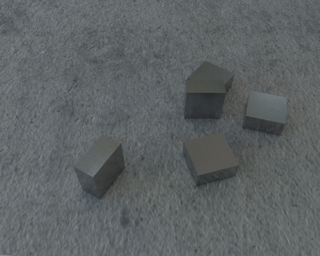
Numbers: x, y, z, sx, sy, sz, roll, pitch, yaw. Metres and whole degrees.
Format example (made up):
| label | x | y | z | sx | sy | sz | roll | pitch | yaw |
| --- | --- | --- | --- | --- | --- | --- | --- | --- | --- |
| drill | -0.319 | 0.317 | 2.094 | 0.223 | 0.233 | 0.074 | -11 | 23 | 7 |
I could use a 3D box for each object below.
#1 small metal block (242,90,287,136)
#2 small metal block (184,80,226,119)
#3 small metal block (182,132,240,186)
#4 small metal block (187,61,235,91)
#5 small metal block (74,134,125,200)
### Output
| label | x | y | z | sx | sy | sz | roll | pitch | yaw |
| --- | --- | --- | --- | --- | --- | --- | --- | --- | --- |
| small metal block | 0.143 | -0.021 | 0.423 | 0.050 | 0.025 | 0.050 | 13 | 51 | 10 |
| small metal block | 0.059 | -0.038 | 0.420 | 0.050 | 0.050 | 0.025 | 0 | 50 | 0 |
| small metal block | 0.060 | 0.037 | 0.373 | 0.050 | 0.025 | 0.050 | -12 | 51 | -11 |
| small metal block | 0.075 | -0.069 | 0.462 | 0.050 | 0.025 | 0.050 | 30 | 56 | 22 |
| small metal block | -0.066 | 0.044 | 0.349 | 0.025 | 0.050 | 0.050 | 24 | 54 | 18 |
